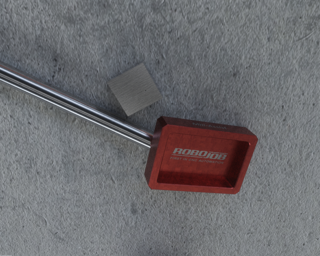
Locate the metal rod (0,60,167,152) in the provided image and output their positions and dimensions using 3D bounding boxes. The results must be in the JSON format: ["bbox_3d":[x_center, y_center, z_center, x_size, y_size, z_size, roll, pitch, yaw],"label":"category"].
[{"bbox_3d":[-0.129,-0.038,0.393,0.301,0.025,0.025,25,108,-10],"label":"metal rod"}]

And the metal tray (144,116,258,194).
[{"bbox_3d":[0.053,0.038,0.406,0.131,0.030,0.089,7,111,-17],"label":"metal tray"}]

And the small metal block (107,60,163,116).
[{"bbox_3d":[-0.031,-0.050,0.391,0.050,0.025,0.050,-27,108,9],"label":"small metal block"}]
